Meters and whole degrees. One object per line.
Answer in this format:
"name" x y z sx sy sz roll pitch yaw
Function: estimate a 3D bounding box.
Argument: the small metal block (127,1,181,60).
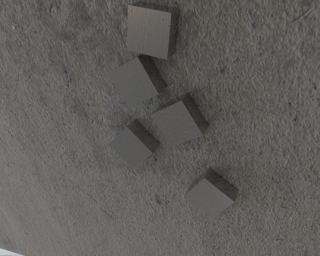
"small metal block" -0.008 -0.109 0.344 0.050 0.025 0.050 18 125 18

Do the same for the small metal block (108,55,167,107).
"small metal block" -0.028 -0.060 0.384 0.050 0.025 0.050 -19 109 35

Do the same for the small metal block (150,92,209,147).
"small metal block" 0.025 -0.010 0.388 0.050 0.025 0.050 -23 106 36

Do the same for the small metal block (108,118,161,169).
"small metal block" -0.036 0.023 0.440 0.050 0.025 0.050 46 129 -4

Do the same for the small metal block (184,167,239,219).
"small metal block" 0.070 0.089 0.425 0.050 0.025 0.050 39 129 2
